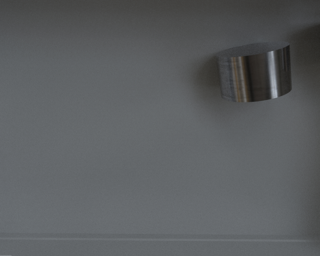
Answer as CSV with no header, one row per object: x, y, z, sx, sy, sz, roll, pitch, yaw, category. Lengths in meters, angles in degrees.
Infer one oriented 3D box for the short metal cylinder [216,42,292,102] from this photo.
0.108,-0.066,0.358,0.080,0.080,0.050,-10,110,4,short metal cylinder
